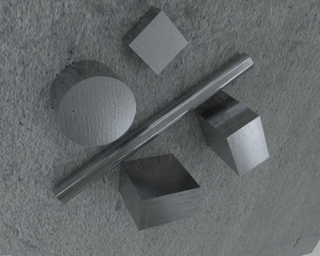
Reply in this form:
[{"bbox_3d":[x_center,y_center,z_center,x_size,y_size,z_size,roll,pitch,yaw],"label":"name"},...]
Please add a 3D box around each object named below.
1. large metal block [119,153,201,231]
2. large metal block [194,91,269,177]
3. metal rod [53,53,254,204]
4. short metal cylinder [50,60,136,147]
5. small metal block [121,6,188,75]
[{"bbox_3d":[-0.004,0.083,0.420,0.081,0.080,0.050,-7,122,-25],"label":"large metal block"},{"bbox_3d":[0.098,0.007,0.429,0.050,0.080,0.080,-33,129,-7],"label":"large metal block"},{"bbox_3d":[-0.005,-0.003,0.402,0.301,0.025,0.025,-36,129,-5],"label":"metal rod"},{"bbox_3d":[-0.073,-0.027,0.334,0.081,0.050,0.079,-14,124,-21],"label":"short metal cylinder"},{"bbox_3d":[-0.005,-0.097,0.344,0.050,0.025,0.050,-46,129,4],"label":"small metal block"}]
